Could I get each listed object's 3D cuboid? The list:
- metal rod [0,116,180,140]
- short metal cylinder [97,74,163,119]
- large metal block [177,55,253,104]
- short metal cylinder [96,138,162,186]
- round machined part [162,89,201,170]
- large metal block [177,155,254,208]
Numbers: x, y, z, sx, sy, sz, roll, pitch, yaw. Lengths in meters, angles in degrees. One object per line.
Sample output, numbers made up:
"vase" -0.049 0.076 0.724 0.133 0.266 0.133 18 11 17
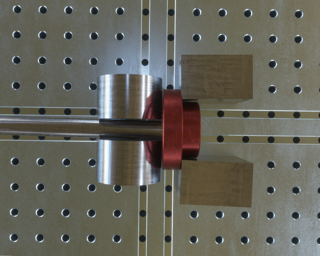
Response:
"metal rod" -0.120 -0.001 0.401 0.302 0.025 0.025 2 90 4
"short metal cylinder" -0.037 -0.036 0.385 0.081 0.080 0.050 1 91 0
"large metal block" 0.064 -0.058 0.387 0.081 0.080 0.050 0 90 0
"short metal cylinder" -0.038 0.039 0.385 0.081 0.080 0.050 1 91 0
"round machined part" 0.025 0.002 0.376 0.042 0.098 0.097 1 90 0
"large metal block" 0.064 0.062 0.387 0.080 0.080 0.050 3 90 0
